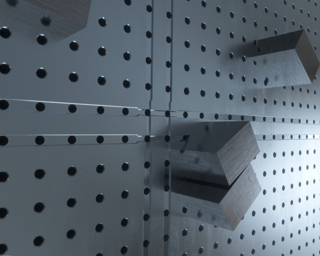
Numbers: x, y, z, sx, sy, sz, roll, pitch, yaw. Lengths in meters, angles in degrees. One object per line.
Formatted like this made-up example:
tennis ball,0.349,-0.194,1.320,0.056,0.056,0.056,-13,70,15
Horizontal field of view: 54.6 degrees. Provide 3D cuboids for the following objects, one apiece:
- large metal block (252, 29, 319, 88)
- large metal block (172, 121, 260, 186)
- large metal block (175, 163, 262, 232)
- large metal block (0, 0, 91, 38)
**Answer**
large metal block,0.229,-0.123,0.563,0.080,0.080,0.050,47,62,-30
large metal block,0.080,0.032,0.439,0.080,0.080,0.050,-37,113,-34
large metal block,0.083,0.090,0.442,0.080,0.080,0.050,-42,116,-32
large metal block,-0.112,-0.144,0.298,0.081,0.050,0.080,14,81,-39
